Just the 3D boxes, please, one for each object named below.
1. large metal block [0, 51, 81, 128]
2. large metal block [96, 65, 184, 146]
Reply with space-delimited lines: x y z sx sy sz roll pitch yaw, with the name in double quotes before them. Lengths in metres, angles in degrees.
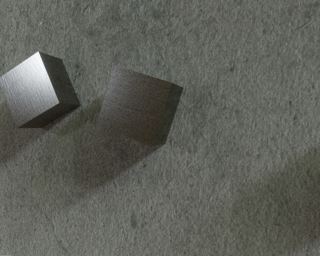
"large metal block" -0.177 -0.053 0.456 0.080 0.050 0.080 -27 82 17
"large metal block" -0.025 -0.029 0.404 0.080 0.050 0.080 20 97 18
